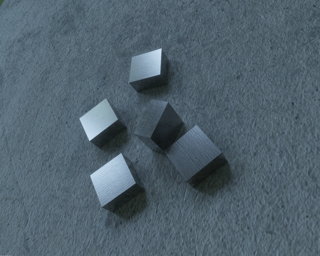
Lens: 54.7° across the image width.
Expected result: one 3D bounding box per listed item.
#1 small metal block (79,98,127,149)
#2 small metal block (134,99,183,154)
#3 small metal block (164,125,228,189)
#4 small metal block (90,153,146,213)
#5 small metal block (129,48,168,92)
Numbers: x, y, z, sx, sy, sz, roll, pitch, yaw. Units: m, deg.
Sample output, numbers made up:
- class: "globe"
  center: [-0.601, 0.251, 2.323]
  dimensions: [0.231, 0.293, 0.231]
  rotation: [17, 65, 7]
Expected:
- class: "small metal block"
  center: [-0.083, -0.007, 0.452]
  dimensions: [0.050, 0.025, 0.050]
  rotation: [-37, 51, 3]
- class: "small metal block"
  center: [0.000, -0.001, 0.388]
  dimensions: [0.025, 0.050, 0.050]
  rotation: [14, 69, 34]
- class: "small metal block"
  center: [0.041, 0.033, 0.362]
  dimensions: [0.050, 0.025, 0.050]
  rotation: [-39, 51, 1]
- class: "small metal block"
  center: [-0.054, 0.069, 0.390]
  dimensions: [0.050, 0.025, 0.050]
  rotation: [-36, 51, 4]
- class: "small metal block"
  center: [-0.016, -0.086, 0.465]
  dimensions: [0.050, 0.025, 0.050]
  rotation: [-11, 57, 22]
